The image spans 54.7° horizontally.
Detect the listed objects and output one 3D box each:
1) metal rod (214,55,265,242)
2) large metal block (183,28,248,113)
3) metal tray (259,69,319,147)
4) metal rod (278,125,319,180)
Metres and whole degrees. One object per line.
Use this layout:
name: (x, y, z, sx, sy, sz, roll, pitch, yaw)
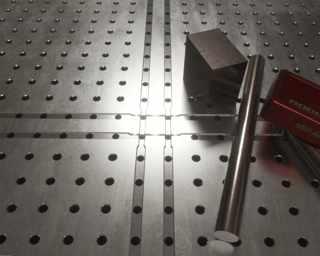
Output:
metal rod: (0.112, 0.001, 0.407, 0.025, 0.025, 0.300, 14, 51, 11)
large metal block: (0.074, -0.082, 0.442, 0.050, 0.080, 0.080, -16, 52, -13)
metal tray: (0.202, -0.018, 0.397, 0.130, 0.030, 0.090, 28, 44, 9)
metal rod: (0.215, 0.088, 0.336, 0.025, 0.025, 0.299, -15, 52, -13)
